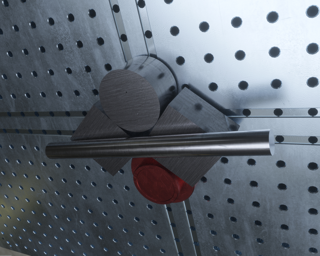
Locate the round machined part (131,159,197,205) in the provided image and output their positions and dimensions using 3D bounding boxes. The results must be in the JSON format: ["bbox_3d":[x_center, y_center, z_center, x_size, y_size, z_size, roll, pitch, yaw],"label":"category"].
[{"bbox_3d":[0.002,0.068,0.436,0.098,0.042,0.097,13,124,21],"label":"round machined part"}]

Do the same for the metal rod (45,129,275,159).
[{"bbox_3d":[-0.024,0.023,0.366,0.300,0.025,0.025,-4,116,30],"label":"metal rod"}]

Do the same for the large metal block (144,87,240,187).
[{"bbox_3d":[0.035,0.012,0.375,0.080,0.050,0.079,36,130,4],"label":"large metal block"}]

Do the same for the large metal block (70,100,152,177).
[{"bbox_3d":[-0.064,0.007,0.428,0.080,0.050,0.080,42,129,-3],"label":"large metal block"}]

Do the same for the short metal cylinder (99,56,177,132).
[{"bbox_3d":[-0.026,-0.042,0.378,0.080,0.050,0.079,13,124,21],"label":"short metal cylinder"}]
